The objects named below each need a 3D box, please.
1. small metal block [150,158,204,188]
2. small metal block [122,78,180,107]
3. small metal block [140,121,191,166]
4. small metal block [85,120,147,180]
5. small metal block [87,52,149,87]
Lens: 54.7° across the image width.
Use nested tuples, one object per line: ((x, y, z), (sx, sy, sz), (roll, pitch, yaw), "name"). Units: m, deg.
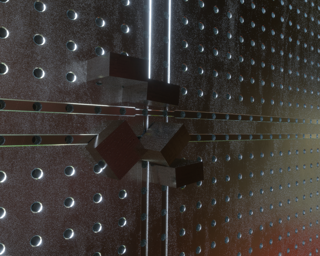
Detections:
((0.022, 0.059, 0.414), (0.050, 0.050, 0.025), (-7, 95, -40), "small metal block")
((-0.011, -0.042, 0.385), (0.050, 0.050, 0.025), (7, 86, -40), "small metal block")
((0.003, 0.018, 0.396), (0.050, 0.050, 0.025), (-49, 125, -30), "small metal block")
((-0.051, 0.025, 0.368), (0.050, 0.025, 0.050), (-46, 118, -30), "small metal block")
((-0.049, -0.065, 0.353), (0.050, 0.050, 0.025), (2, 88, -40), "small metal block")
